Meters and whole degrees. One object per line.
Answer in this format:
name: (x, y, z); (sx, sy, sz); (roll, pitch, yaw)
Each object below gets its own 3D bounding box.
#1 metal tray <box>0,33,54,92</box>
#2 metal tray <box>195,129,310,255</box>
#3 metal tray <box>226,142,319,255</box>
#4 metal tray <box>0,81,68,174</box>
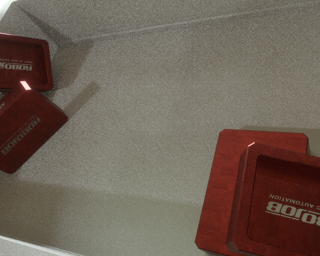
metal tray: (-0.248, -0.107, 0.514); (0.030, 0.131, 0.089); (-7, 90, 40)
metal tray: (0.095, 0.066, 0.312); (0.090, 0.030, 0.130); (3, 63, 29)
metal tray: (0.129, 0.071, 0.256); (0.131, 0.030, 0.090); (13, 67, 6)
metal tray: (-0.221, 0.002, 0.479); (0.130, 0.090, 0.030); (-45, 51, -3)
